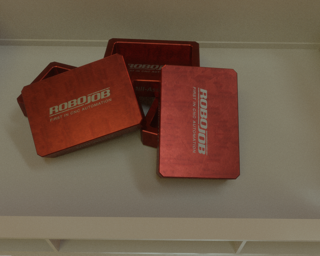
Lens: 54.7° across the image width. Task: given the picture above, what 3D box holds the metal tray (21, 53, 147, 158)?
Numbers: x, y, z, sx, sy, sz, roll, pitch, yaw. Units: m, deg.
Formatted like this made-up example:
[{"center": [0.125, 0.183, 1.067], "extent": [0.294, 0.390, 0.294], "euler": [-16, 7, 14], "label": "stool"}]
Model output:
[{"center": [-0.092, -0.025, 0.376], "extent": [0.131, 0.030, 0.090], "euler": [-19, 81, 4], "label": "metal tray"}]

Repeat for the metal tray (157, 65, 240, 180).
[{"center": [0.044, -0.006, 0.363], "extent": [0.091, 0.030, 0.129], "euler": [3, 78, -6], "label": "metal tray"}]

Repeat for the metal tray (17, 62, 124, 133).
[{"center": [-0.115, -0.042, 0.432], "extent": [0.131, 0.030, 0.090], "euler": [15, 52, 12], "label": "metal tray"}]

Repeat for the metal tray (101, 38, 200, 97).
[{"center": [-0.011, -0.085, 0.431], "extent": [0.131, 0.030, 0.090], "euler": [3, 50, 2], "label": "metal tray"}]

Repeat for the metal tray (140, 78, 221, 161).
[{"center": [0.038, -0.024, 0.420], "extent": [0.090, 0.030, 0.130], "euler": [15, 51, 12], "label": "metal tray"}]
